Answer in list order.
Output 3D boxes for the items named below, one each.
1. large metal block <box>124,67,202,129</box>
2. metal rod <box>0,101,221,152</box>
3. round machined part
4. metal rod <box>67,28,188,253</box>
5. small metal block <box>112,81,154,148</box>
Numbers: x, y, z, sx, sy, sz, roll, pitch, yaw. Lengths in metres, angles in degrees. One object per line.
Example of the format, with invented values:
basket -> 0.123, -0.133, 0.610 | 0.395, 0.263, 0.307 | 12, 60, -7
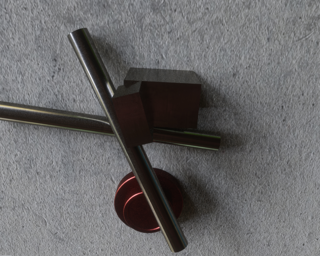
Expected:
large metal block -> 0.001, -0.038, 0.366 | 0.081, 0.080, 0.050 | 3, 110, -2
metal rod -> -0.071, -0.002, 0.407 | 0.302, 0.025, 0.025 | 8, 110, -4
round machined part -> -0.016, 0.109, 0.441 | 0.099, 0.042, 0.097 | 0, 110, -1
metal rod -> -0.036, 0.022, 0.386 | 0.025, 0.025, 0.299 | -23, 99, 8
small metal block -> -0.025, -0.015, 0.305 | 0.025, 0.050, 0.050 | -13, 110, 4
